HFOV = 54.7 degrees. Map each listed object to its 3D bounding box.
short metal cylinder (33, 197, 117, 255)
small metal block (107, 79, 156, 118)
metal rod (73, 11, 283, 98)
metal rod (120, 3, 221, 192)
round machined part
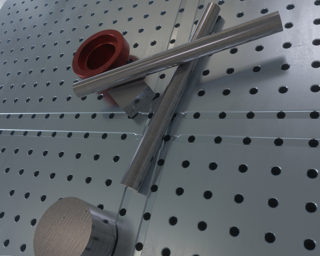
[{"bbox_3d":[-0.099,0.128,0.366,0.080,0.050,0.080,-13,56,21],"label":"short metal cylinder"},{"bbox_3d":[-0.042,-0.051,0.462,0.050,0.025,0.050,-42,51,-1],"label":"small metal block"},{"bbox_3d":[0.010,-0.094,0.427,0.300,0.025,0.025,-15,56,20],"label":"metal rod"},{"bbox_3d":[0.022,-0.055,0.430,0.025,0.025,0.300,12,68,33],"label":"metal rod"},{"bbox_3d":[-0.093,-0.113,0.516,0.098,0.042,0.098,-13,56,21],"label":"round machined part"}]
